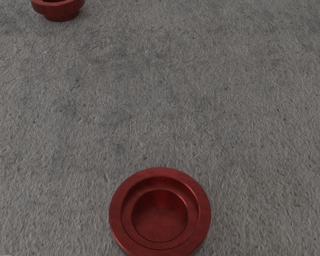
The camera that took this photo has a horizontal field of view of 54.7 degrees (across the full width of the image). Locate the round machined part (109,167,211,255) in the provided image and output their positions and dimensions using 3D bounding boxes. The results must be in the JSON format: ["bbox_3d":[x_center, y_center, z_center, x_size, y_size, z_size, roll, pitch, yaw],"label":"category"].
[{"bbox_3d":[0.000,0.092,0.315,0.099,0.042,0.098,0,50,0],"label":"round machined part"}]

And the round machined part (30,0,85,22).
[{"bbox_3d":[-0.193,-0.239,0.592,0.099,0.042,0.098,0,50,0],"label":"round machined part"}]
